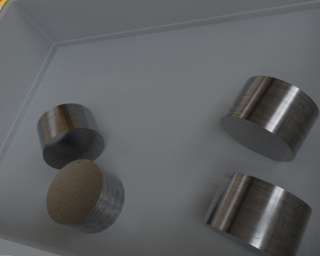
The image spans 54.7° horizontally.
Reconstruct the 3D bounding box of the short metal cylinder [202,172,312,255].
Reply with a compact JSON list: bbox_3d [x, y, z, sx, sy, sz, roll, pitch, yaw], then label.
[{"bbox_3d":[0.085,0.081,0.276,0.080,0.080,0.050,18,71,35],"label":"short metal cylinder"}]

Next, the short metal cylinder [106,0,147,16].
[{"bbox_3d":[-0.068,-0.262,0.589,0.080,0.050,0.080,-13,56,21],"label":"short metal cylinder"}]

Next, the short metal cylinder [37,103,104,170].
[{"bbox_3d":[-0.123,0.013,0.428,0.080,0.080,0.050,-35,51,5],"label":"short metal cylinder"}]

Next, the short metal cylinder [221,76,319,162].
[{"bbox_3d":[0.111,-0.008,0.317,0.080,0.080,0.050,26,76,37],"label":"short metal cylinder"}]

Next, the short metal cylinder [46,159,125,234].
[{"bbox_3d":[-0.092,0.085,0.386,0.080,0.050,0.080,-13,56,21],"label":"short metal cylinder"}]
